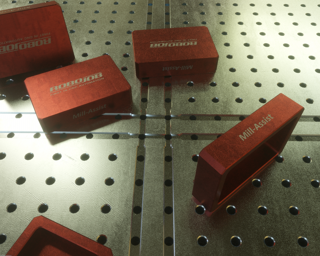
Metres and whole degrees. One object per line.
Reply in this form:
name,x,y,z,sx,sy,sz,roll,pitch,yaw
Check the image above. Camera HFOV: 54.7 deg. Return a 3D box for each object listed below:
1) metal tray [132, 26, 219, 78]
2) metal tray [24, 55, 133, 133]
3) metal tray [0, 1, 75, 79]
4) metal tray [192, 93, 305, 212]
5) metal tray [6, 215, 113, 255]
metal tray,0.022,-0.128,0.512,0.131,0.030,0.090,-5,50,-5
metal tray,-0.117,-0.053,0.448,0.131,0.030,0.090,-22,54,-18
metal tray,-0.207,-0.133,0.471,0.131,0.089,0.030,-17,36,-15
metal tray,0.096,0.027,0.343,0.131,0.089,0.030,-32,57,-24
metal tray,-0.110,0.154,0.273,0.090,0.030,0.130,20,52,15
